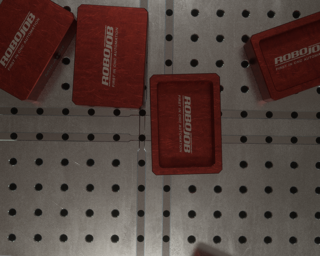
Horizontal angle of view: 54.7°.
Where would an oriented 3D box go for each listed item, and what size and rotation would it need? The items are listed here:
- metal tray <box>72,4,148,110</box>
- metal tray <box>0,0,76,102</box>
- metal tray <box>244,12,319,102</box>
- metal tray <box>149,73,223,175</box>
[{"bbox_3d":[-0.064,-0.092,0.410,0.091,0.030,0.129,3,90,-1],"label":"metal tray"},{"bbox_3d":[-0.179,-0.111,0.408,0.090,0.030,0.130,30,90,-1],"label":"metal tray"},{"bbox_3d":[0.191,-0.098,0.413,0.131,0.030,0.090,-20,90,-1],"label":"metal tray"},{"bbox_3d":[0.033,-0.005,0.411,0.091,0.030,0.129,-2,90,-1],"label":"metal tray"}]
